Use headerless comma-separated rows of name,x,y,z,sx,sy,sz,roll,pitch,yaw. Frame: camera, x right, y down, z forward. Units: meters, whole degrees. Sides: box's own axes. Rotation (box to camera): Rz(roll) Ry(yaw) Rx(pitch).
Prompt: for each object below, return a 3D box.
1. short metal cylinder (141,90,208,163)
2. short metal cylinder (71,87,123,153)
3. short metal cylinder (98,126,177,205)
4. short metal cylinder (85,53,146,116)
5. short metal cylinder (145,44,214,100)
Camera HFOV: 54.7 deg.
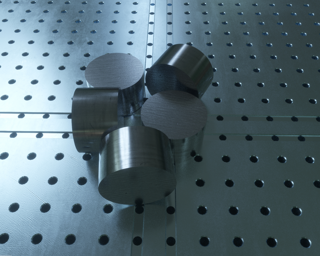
short metal cylinder,0.017,-0.002,0.393,0.081,0.050,0.080,1,50,0
short metal cylinder,-0.073,-0.010,0.381,0.050,0.080,0.080,-1,50,-2
short metal cylinder,-0.025,0.042,0.335,0.081,0.080,0.050,-5,51,-4
short metal cylinder,-0.062,-0.063,0.443,0.080,0.050,0.080,0,50,1
short metal cylinder,0.027,-0.068,0.429,0.080,0.080,0.050,23,53,18
